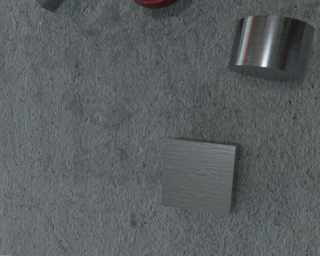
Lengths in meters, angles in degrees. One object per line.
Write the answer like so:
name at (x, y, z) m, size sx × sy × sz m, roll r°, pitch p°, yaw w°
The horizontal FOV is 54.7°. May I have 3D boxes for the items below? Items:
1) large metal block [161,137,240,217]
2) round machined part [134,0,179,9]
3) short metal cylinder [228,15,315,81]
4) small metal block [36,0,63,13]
large metal block at (0.051, 0.056, 0.377) m, size 0.080 × 0.050 × 0.079 m, roll 5°, pitch 92°, yaw 19°
round machined part at (-0.001, -0.202, 0.399) m, size 0.098 × 0.042 × 0.097 m, roll 0°, pitch 90°, yaw 19°
short metal cylinder at (0.119, -0.084, 0.338) m, size 0.080 × 0.080 × 0.050 m, roll 12°, pitch 94°, yaw 19°
small metal block at (-0.168, -0.214, 0.466) m, size 0.050 × 0.025 × 0.050 m, roll -41°, pitch 77°, yaw 15°
